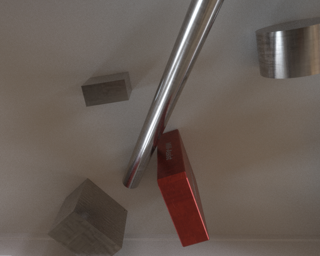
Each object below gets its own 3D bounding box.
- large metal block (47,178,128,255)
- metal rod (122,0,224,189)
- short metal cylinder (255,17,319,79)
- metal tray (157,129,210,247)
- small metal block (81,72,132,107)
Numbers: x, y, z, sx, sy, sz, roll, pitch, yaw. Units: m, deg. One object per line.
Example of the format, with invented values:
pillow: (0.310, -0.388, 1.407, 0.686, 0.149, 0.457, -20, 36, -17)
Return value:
large metal block: (-0.095, 0.129, 0.428, 0.050, 0.080, 0.080, -42, 105, 14)
metal rod: (0.003, -0.024, 0.340, 0.025, 0.025, 0.298, 18, 133, -7)
short metal cylinder: (0.153, -0.092, 0.351, 0.080, 0.080, 0.050, -12, 110, 4)
metal tray: (0.025, 0.066, 0.380, 0.030, 0.130, 0.090, -18, 109, 6)
small metal block: (-0.063, -0.049, 0.379, 0.050, 0.050, 0.025, -9, 110, 3)
